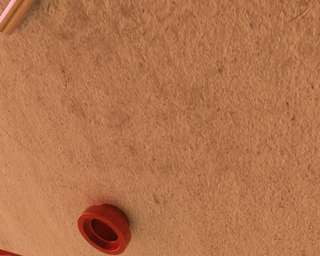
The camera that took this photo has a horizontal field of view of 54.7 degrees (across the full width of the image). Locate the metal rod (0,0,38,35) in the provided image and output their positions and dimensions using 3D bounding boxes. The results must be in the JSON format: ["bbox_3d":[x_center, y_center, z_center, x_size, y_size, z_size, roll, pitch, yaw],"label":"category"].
[{"bbox_3d":[-0.110,-0.197,0.341,0.299,0.025,0.025,-28,103,37],"label":"metal rod"}]

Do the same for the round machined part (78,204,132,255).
[{"bbox_3d":[-0.093,0.175,0.551,0.098,0.042,0.097,13,124,20],"label":"round machined part"}]
